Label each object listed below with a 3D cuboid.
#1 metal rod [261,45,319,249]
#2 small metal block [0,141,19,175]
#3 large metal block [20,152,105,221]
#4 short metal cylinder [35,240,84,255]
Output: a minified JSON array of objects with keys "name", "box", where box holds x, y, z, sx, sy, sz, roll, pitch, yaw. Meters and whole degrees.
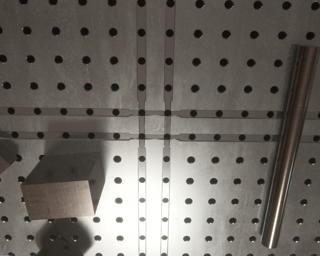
[{"name":"metal rod","box":[0.177,0.039,0.430,0.025,0.025,0.298,2,110,-1]},{"name":"small metal block","box":[-0.236,0.043,0.426,0.050,0.025,0.050,-38,106,12]},{"name":"large metal block","box":[-0.123,0.074,0.410,0.081,0.080,0.050,-4,110,1]},{"name":"short metal cylinder","box":[-0.156,0.217,0.462,0.080,0.080,0.050,38,106,-13]}]
